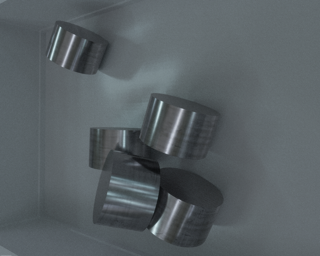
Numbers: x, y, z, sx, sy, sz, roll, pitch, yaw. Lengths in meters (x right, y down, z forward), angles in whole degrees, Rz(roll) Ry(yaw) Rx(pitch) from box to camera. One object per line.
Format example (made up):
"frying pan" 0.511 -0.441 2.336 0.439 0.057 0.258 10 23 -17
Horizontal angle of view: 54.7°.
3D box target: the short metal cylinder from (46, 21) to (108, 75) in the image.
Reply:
"short metal cylinder" -0.126 -0.122 0.472 0.080 0.081 0.050 40 114 32

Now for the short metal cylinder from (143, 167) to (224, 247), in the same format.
"short metal cylinder" 0.024 0.087 0.349 0.080 0.081 0.050 31 110 35

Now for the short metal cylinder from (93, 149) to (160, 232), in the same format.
"short metal cylinder" -0.038 0.068 0.338 0.080 0.050 0.080 -164 89 -74

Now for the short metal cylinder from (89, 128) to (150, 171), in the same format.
"short metal cylinder" -0.053 0.026 0.413 0.080 0.081 0.050 4 93 39

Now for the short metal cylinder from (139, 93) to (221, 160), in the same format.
"short metal cylinder" 0.022 -0.004 0.351 0.080 0.081 0.050 26 107 36
